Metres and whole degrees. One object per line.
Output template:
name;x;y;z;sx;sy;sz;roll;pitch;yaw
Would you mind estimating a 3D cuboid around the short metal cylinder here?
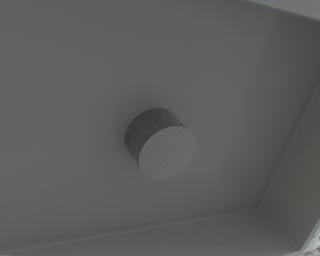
short metal cylinder;0.000;0.021;0.407;0.081;0.050;0.079;-14;125;-21
